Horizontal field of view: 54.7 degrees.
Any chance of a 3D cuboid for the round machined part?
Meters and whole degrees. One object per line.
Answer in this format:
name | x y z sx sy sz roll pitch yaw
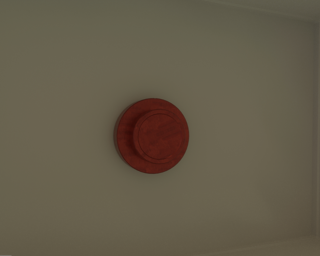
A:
round machined part | -0.007 0.010 0.396 0.099 0.042 0.097 0 90 -21
